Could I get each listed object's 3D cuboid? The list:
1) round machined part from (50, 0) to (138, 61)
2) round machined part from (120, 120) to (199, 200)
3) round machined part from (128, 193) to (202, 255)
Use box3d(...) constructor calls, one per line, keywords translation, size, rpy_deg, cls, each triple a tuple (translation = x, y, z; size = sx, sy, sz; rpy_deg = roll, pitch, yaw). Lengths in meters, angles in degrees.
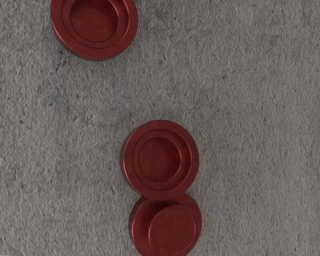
box3d(translation=(-0.079, -0.128, 0.370), size=(0.099, 0.042, 0.097), rpy_deg=(0, 90, -20), cls="round machined part")
box3d(translation=(-0.003, 0.040, 0.395), size=(0.099, 0.042, 0.097), rpy_deg=(3, 82, -20), cls="round machined part")
box3d(translation=(0.011, 0.129, 0.404), size=(0.099, 0.042, 0.097), rpy_deg=(0, 90, -20), cls="round machined part")
